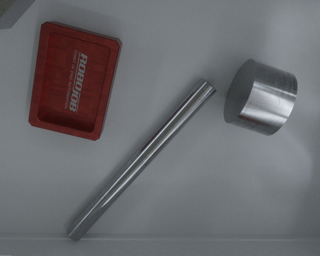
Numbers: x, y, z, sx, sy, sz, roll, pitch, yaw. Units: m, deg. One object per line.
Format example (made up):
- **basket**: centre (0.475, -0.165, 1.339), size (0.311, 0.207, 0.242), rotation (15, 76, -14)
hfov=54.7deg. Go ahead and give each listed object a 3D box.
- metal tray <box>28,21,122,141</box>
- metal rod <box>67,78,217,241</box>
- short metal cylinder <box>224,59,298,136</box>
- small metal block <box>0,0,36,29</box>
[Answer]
- **metal tray**: centre (-0.106, -0.056, 0.386), size (0.091, 0.030, 0.129), rotation (14, 109, -6)
- **metal rod**: centre (-0.034, 0.052, 0.430), size (0.025, 0.025, 0.299), rotation (38, 105, -13)
- **short metal cylinder**: centre (0.117, -0.036, 0.370), size (0.050, 0.080, 0.079), rotation (18, 109, -7)
- **small metal block**: centre (-0.172, -0.137, 0.345), size (0.050, 0.050, 0.025), rotation (-41, 105, 13)
